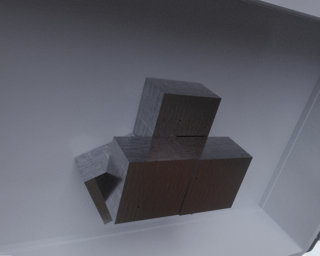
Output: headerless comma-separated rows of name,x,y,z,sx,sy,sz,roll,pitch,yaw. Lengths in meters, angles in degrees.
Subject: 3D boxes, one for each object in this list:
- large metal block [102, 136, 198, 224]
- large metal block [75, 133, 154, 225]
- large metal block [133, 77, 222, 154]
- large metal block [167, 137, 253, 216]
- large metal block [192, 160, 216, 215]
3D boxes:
large metal block,-0.014,0.056,0.353,0.081,0.050,0.079,1,118,-29
large metal block,-0.053,0.065,0.402,0.081,0.050,0.080,-24,127,-14
large metal block,0.020,-0.014,0.392,0.081,0.050,0.079,1,118,-29
large metal block,0.057,0.058,0.391,0.081,0.050,0.079,1,118,-29
large metal block,0.040,0.070,0.454,0.080,0.050,0.080,-47,129,5
